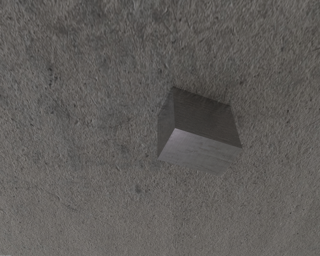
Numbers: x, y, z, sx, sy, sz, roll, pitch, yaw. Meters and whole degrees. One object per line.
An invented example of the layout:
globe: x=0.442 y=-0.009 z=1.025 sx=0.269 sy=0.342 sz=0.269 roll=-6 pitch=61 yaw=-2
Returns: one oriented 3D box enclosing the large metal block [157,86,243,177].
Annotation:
large metal block: x=0.044 y=0.003 z=0.374 sx=0.080 sy=0.080 sz=0.050 roll=17 pitch=128 yaw=-14
